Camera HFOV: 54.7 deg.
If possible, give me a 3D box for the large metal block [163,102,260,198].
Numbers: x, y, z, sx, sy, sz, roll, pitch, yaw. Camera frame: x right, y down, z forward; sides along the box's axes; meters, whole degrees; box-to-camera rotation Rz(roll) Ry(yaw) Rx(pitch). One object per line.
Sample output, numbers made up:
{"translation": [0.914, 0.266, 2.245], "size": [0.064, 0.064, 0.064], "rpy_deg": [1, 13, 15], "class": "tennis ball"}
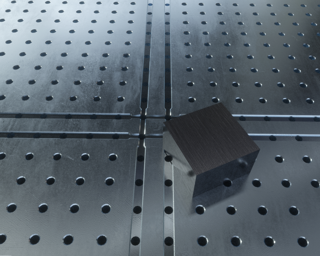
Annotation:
{"translation": [0.057, 0.024, 0.372], "size": [0.081, 0.050, 0.080], "rpy_deg": [-19, 53, -16], "class": "large metal block"}
